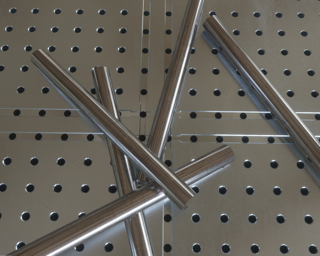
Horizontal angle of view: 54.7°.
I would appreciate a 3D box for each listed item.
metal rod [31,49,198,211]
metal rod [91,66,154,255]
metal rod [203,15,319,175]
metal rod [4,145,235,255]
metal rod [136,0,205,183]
[{"bbox_3d":[-0.072,-0.012,0.389,0.025,0.025,0.300,-42,66,-14],"label":"metal rod"},{"bbox_3d":[-0.046,0.055,0.390,0.025,0.025,0.299,-14,71,-5],"label":"metal rod"},{"bbox_3d":[0.154,-0.042,0.428,0.025,0.025,0.299,-30,73,-11],"label":"metal rod"},{"bbox_3d":[-0.040,0.090,0.348,0.302,0.025,0.025,-24,72,-21],"label":"metal rod"},{"bbox_3d":[0.020,-0.067,0.436,0.025,0.025,0.299,14,70,5],"label":"metal rod"}]
